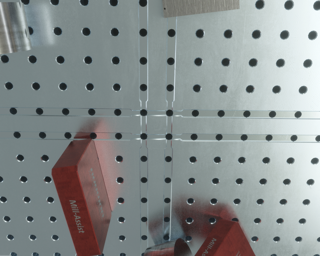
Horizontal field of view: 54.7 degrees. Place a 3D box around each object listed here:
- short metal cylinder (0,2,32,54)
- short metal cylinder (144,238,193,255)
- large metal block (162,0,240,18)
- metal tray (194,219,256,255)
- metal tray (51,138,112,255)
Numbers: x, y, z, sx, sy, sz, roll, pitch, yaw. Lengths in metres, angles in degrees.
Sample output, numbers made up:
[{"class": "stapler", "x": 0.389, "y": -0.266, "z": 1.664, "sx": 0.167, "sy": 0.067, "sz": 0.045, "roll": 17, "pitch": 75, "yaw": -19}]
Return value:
[{"class": "short metal cylinder", "x": -0.189, "y": -0.110, "z": 0.342, "sx": 0.080, "sy": 0.080, "sz": 0.050, "roll": -3, "pitch": 110, "yaw": 1}, {"class": "short metal cylinder", "x": 0.017, "y": 0.211, "z": 0.458, "sx": 0.050, "sy": 0.080, "sz": 0.080, "roll": -23, "pitch": 109, "yaw": 18}, {"class": "large metal block", "x": 0.040, "y": -0.167, "z": 0.339, "sx": 0.080, "sy": 0.050, "sz": 0.079, "roll": -6, "pitch": 110, "yaw": 2}, {"class": "metal tray", "x": 0.085, "y": 0.208, "z": 0.442, "sx": 0.030, "sy": 0.131, "sz": 0.090, "roll": -7, "pitch": 118, "yaw": 49}, {"class": "metal tray", "x": -0.098, "y": 0.090, "z": 0.410, "sx": 0.030, "sy": 0.090, "sz": 0.129, "roll": -8, "pitch": 110, "yaw": 3}]
